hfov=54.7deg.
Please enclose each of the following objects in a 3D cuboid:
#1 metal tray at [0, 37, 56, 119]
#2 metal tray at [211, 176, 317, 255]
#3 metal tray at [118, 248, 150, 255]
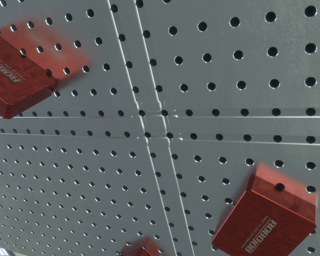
[{"bbox_3d":[-0.229,-0.079,0.438,0.130,0.090,0.030,37,129,3],"label":"metal tray"},{"bbox_3d":[0.135,0.135,0.420,0.090,0.030,0.129,27,128,10],"label":"metal tray"},{"bbox_3d":[-0.025,0.298,0.603,0.130,0.030,0.090,48,128,-6],"label":"metal tray"}]
